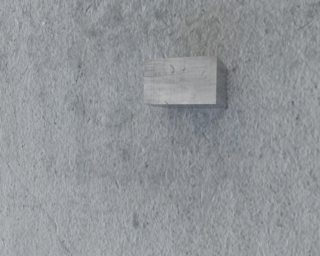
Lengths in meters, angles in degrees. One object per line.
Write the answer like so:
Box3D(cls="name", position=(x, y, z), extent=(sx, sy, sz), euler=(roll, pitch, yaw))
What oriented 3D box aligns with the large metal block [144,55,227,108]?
Box3D(cls="large metal block", position=(0.034, -0.050, 0.368), extent=(0.080, 0.080, 0.050), euler=(1, 91, 20))
